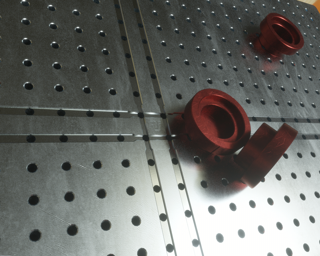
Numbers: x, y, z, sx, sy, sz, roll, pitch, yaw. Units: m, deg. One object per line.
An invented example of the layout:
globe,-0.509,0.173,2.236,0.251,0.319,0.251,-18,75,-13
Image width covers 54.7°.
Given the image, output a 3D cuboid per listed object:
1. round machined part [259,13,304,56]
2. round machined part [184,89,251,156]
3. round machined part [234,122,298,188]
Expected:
round machined part,0.249,-0.191,0.651,0.099,0.042,0.098,14,56,-21
round machined part,0.077,-0.005,0.444,0.099,0.042,0.098,14,56,-21
round machined part,0.138,0.031,0.422,0.042,0.097,0.099,38,49,16
